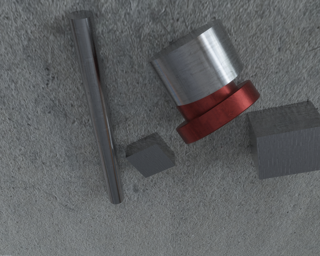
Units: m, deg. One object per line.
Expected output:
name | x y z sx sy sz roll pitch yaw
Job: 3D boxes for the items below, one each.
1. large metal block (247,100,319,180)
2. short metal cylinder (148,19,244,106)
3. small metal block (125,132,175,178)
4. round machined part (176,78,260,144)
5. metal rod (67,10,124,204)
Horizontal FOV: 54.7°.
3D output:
large metal block | 0.164 0.017 0.408 0.080 0.050 0.080 -11 130 9
short metal cylinder | 0.035 -0.065 0.309 0.080 0.080 0.050 -26 108 20
small metal block | -0.013 0.039 0.441 0.050 0.025 0.050 -25 126 19
round machined part | 0.057 -0.027 0.348 0.098 0.098 0.042 -34 92 25
metal rod | -0.075 0.000 0.406 0.025 0.025 0.298 -2 130 1
